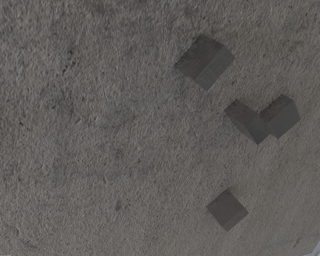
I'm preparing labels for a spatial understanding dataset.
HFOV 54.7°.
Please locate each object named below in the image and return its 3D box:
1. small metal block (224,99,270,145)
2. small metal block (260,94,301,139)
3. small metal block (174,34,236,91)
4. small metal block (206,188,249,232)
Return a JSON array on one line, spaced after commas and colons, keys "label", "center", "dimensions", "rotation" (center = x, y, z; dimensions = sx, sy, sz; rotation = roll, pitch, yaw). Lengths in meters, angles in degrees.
[{"label": "small metal block", "center": [0.128, -0.009, 0.455], "dimensions": [0.025, 0.050, 0.050], "rotation": [-43, 129, 2]}, {"label": "small metal block", "center": [0.195, -0.018, 0.502], "dimensions": [0.050, 0.025, 0.050], "rotation": [-41, 130, 0]}, {"label": "small metal block", "center": [0.052, -0.079, 0.370], "dimensions": [0.050, 0.050, 0.025], "rotation": [-50, 129, 7]}, {"label": "small metal block", "center": [0.118, 0.144, 0.544], "dimensions": [0.050, 0.050, 0.025], "rotation": [-41, 130, 0]}]
